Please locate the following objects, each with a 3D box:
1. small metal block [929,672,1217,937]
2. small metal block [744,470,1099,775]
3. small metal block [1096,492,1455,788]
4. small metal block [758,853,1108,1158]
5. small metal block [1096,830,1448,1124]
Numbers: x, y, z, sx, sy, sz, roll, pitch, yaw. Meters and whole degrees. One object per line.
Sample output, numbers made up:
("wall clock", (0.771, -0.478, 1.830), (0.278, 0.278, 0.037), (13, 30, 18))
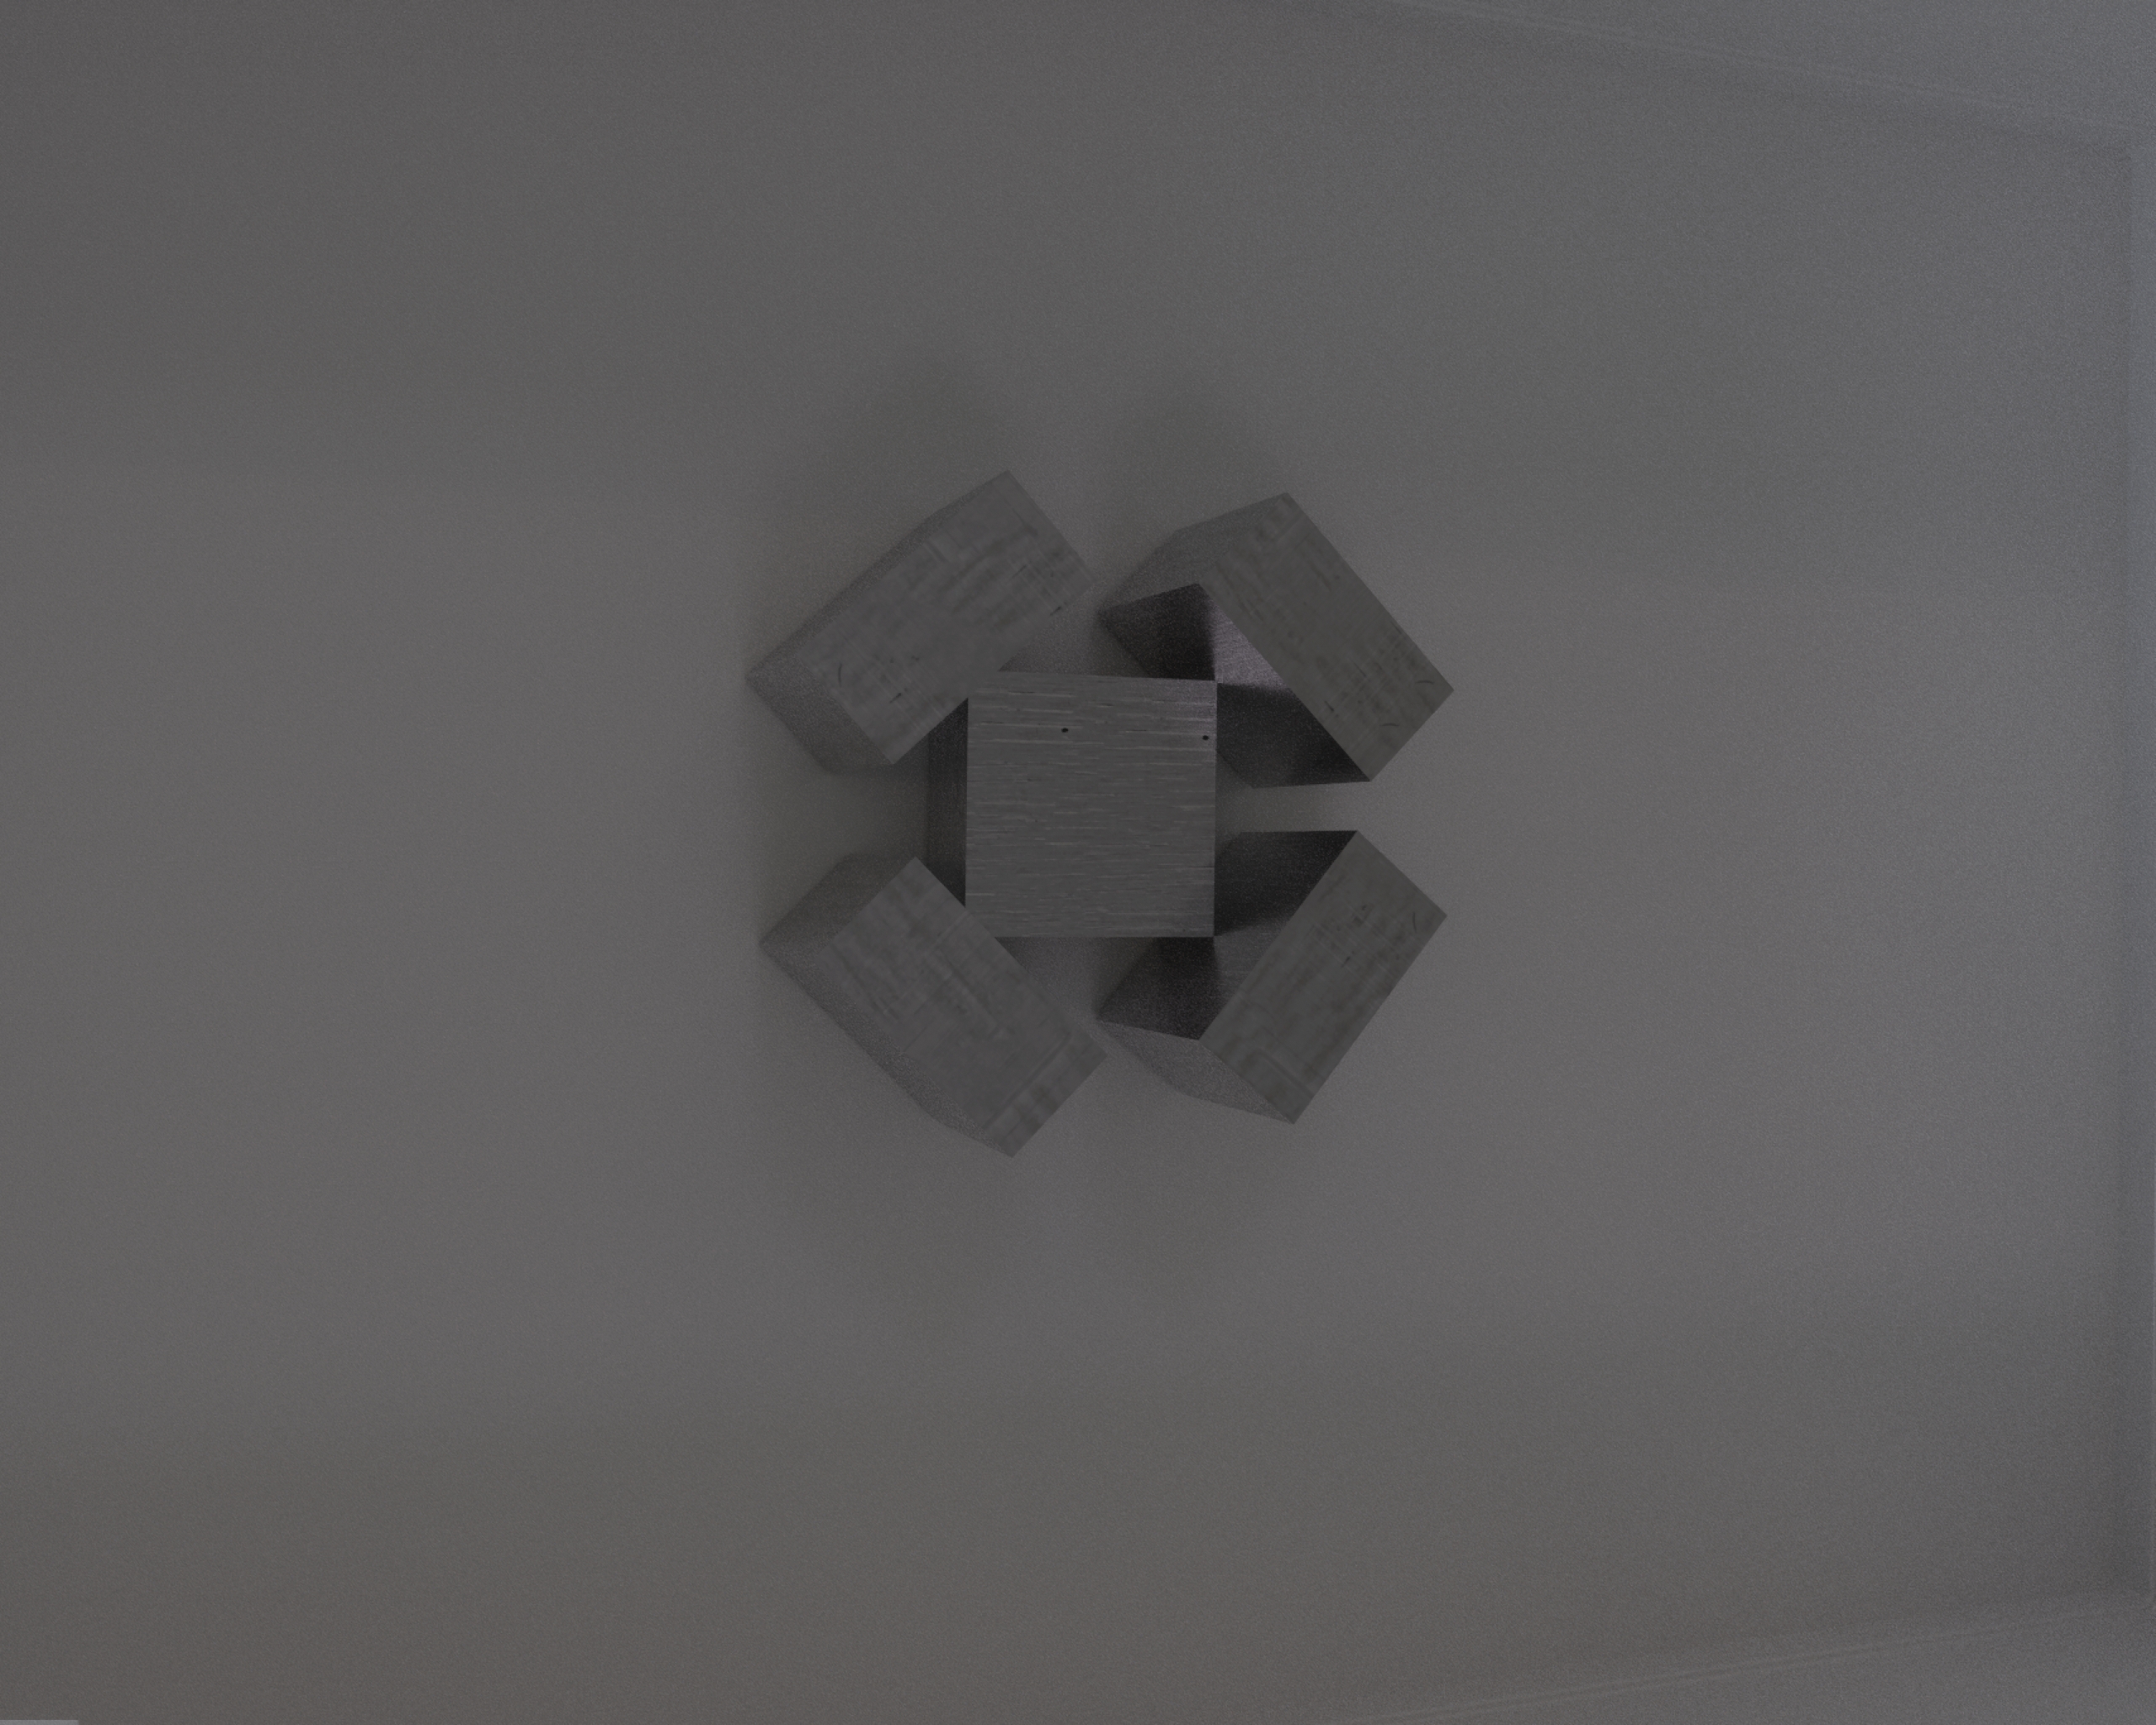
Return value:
("small metal block", (-0.001, -0.011, 0.408), (0.050, 0.025, 0.050), (1, 90, -20))
("small metal block", (-0.030, -0.043, 0.384), (0.050, 0.050, 0.025), (-43, 103, -14))
("small metal block", (0.037, -0.042, 0.408), (0.025, 0.050, 0.050), (-47, 106, -15))
("small metal block", (-0.028, 0.025, 0.385), (0.025, 0.050, 0.050), (-46, 104, -13))
("small metal block", (0.037, 0.021, 0.408), (0.025, 0.050, 0.050), (42, 76, -16))
